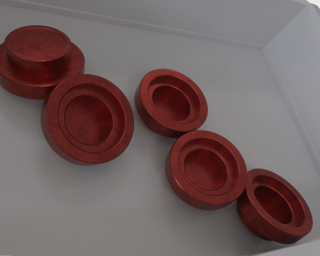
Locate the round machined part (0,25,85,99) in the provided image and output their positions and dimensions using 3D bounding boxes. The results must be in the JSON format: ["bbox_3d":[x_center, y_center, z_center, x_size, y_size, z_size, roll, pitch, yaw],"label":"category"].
[{"bbox_3d":[-0.137,-0.081,0.354,0.099,0.042,0.098,8,47,-8],"label":"round machined part"}]

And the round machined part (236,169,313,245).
[{"bbox_3d":[0.138,0.103,0.394,0.099,0.042,0.098,20,37,-15],"label":"round machined part"}]

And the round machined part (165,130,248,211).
[{"bbox_3d":[0.053,0.055,0.383,0.099,0.042,0.098,9,55,-12],"label":"round machined part"}]

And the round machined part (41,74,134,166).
[{"bbox_3d":[-0.082,-0.006,0.343,0.099,0.042,0.098,10,72,-34],"label":"round machined part"}]

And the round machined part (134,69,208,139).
[{"bbox_3d":[0.011,-0.029,0.417,0.099,0.042,0.098,13,55,-20],"label":"round machined part"}]
